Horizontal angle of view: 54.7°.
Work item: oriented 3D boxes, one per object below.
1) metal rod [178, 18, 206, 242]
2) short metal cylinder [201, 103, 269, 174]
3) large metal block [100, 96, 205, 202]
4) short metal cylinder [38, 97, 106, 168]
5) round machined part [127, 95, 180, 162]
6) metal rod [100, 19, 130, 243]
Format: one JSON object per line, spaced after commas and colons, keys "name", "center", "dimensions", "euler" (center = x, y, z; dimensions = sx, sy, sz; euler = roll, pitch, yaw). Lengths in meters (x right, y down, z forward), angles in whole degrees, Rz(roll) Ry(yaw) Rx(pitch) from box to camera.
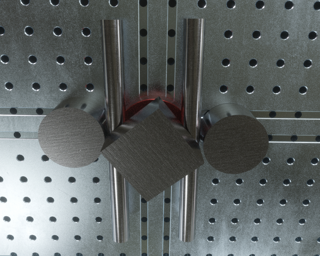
{"name": "metal rod", "center": [0.039, 0.017, 0.398], "dimensions": [0.025, 0.025, 0.298], "euler": [0, 110, 0]}
{"name": "short metal cylinder", "center": [0.094, 0.013, 0.405], "dimensions": [0.081, 0.050, 0.079], "euler": [0, 110, 0]}
{"name": "large metal block", "center": [-0.008, 0.024, 0.358], "dimensions": [0.080, 0.050, 0.080], "euler": [-36, 106, 12]}
{"name": "short metal cylinder", "center": [-0.108, 0.004, 0.400], "dimensions": [0.081, 0.050, 0.079], "euler": [0, 110, 0]}
{"name": "round machined part", "center": [-0.008, 0.009, 0.408], "dimensions": [0.099, 0.042, 0.097], "euler": [0, 110, 0]}
{"name": "metal rod", "center": [-0.055, 0.019, 0.397], "dimensions": [0.025, 0.025, 0.298], "euler": [0, 110, 0]}
